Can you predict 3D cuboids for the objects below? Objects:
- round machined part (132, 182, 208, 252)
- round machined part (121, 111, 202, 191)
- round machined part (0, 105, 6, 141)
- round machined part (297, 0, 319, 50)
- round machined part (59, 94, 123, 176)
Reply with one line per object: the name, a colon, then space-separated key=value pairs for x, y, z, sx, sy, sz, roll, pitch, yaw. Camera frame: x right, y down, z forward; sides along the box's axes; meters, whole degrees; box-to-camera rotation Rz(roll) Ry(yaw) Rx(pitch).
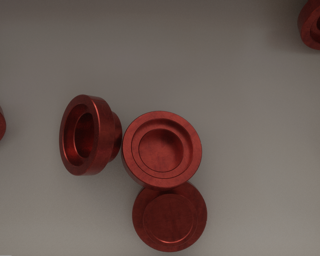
round machined part: x=0.013 y=0.114 z=0.403 sx=0.099 sy=0.042 sz=0.097 roll=0 pitch=90 yaw=-1
round machined part: x=0.000 y=0.031 z=0.391 sx=0.099 sy=0.042 sz=0.098 roll=4 pitch=68 yaw=-10
round machined part: x=-0.247 y=-0.011 z=0.381 sx=0.098 sy=0.098 sz=0.042 roll=-34 pitch=55 yaw=0
round machined part: x=0.223 y=-0.145 z=0.384 sx=0.099 sy=0.098 sz=0.042 roll=-1 pitch=62 yaw=-1
round machined part: x=-0.083 y=0.009 z=0.384 sx=0.042 sy=0.098 sz=0.097 roll=6 pitch=90 yaw=-43
